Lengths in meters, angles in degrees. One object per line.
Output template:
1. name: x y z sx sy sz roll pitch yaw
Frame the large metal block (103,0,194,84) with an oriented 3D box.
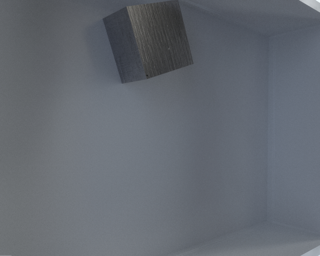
1. large metal block: -0.013 -0.106 0.381 0.081 0.050 0.080 -26 106 -37
